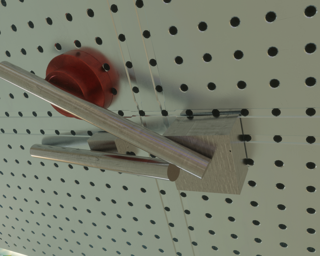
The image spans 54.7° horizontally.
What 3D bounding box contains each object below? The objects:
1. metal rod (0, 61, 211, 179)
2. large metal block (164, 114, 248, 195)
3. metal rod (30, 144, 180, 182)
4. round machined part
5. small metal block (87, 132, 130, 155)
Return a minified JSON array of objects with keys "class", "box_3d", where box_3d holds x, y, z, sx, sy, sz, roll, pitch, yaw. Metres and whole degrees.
[{"class":"metal rod","box_3d":[-0.080,-0.017,0.379,0.301,0.025,0.025,25,127,15]},{"class":"large metal block","box_3d":[0.057,0.031,0.380,0.080,0.050,0.080,-2,118,28]},{"class":"metal rod","box_3d":[-0.101,0.045,0.455,0.300,0.025,0.025,2,120,38]},{"class":"round machined part","box_3d":[-0.119,-0.053,0.427,0.098,0.042,0.097,13,124,20]},{"class":"small metal block","box_3d":[-0.076,0.034,0.471,0.050,0.025,0.050,0,118,28]}]
